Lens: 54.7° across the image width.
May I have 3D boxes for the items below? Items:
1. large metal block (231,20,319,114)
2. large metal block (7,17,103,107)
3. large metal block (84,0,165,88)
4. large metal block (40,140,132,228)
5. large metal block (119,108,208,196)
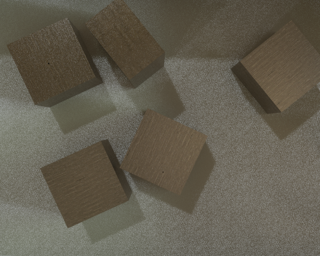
[{"bbox_3d":[0.153,-0.075,0.400,0.080,0.050,0.080,-39,90,0],"label":"large metal block"},{"bbox_3d":[-0.131,-0.081,0.398,0.080,0.050,0.080,-25,90,0],"label":"large metal block"},{"bbox_3d":[-0.039,-0.100,0.383,0.050,0.080,0.080,-39,90,0],"label":"large metal block"},{"bbox_3d":[-0.091,0.068,0.398,0.080,0.050,0.080,-25,90,0],"label":"large metal block"},{"bbox_3d":[0.005,0.029,0.399,0.080,0.050,0.080,25,90,0],"label":"large metal block"}]
